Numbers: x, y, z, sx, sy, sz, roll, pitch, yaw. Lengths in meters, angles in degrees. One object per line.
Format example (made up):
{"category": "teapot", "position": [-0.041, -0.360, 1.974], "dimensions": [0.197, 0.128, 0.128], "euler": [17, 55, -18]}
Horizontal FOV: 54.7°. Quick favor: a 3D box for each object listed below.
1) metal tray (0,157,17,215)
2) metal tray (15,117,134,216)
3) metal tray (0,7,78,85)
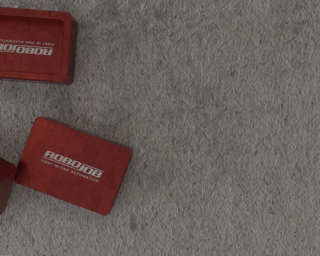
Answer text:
{"category": "metal tray", "position": [-0.252, 0.055, 0.385], "dimensions": [0.130, 0.030, 0.089], "euler": [29, 119, 0]}
{"category": "metal tray", "position": [-0.111, 0.048, 0.406], "dimensions": [0.131, 0.030, 0.090], "euler": [21, 90, 0]}
{"category": "metal tray", "position": [-0.179, -0.107, 0.405], "dimensions": [0.131, 0.030, 0.089], "euler": [4, 90, 0]}
